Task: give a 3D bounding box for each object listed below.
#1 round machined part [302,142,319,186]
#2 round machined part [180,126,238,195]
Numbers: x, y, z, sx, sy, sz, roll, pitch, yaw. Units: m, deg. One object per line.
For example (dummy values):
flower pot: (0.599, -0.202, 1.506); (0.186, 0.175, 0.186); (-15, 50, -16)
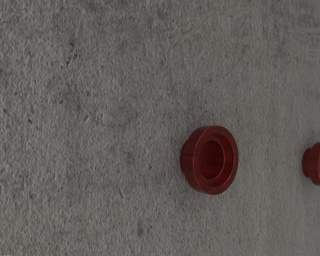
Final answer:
round machined part: (0.352, 0.080, 0.689); (0.099, 0.042, 0.097); (0, 90, -40)
round machined part: (0.067, 0.045, 0.450); (0.099, 0.042, 0.097); (0, 90, -40)
